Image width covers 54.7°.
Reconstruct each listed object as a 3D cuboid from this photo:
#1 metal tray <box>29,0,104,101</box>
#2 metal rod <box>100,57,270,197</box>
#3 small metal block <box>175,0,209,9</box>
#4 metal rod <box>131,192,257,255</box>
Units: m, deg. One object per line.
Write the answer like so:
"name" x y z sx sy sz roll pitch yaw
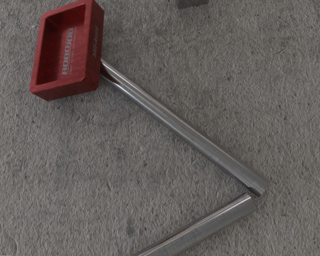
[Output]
"metal tray" -0.126 -0.108 0.425 0.090 0.030 0.130 -9 68 23
"metal rod" 0.011 -0.014 0.412 0.300 0.025 0.025 37 74 12
"small metal block" 0.050 -0.213 0.473 0.050 0.050 0.025 -13 71 -5
"metal rod" -0.024 0.155 0.351 0.302 0.025 0.025 -26 72 -10
